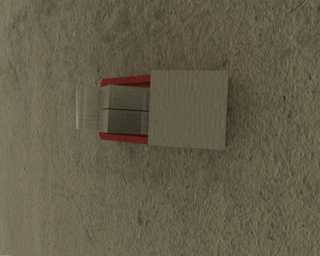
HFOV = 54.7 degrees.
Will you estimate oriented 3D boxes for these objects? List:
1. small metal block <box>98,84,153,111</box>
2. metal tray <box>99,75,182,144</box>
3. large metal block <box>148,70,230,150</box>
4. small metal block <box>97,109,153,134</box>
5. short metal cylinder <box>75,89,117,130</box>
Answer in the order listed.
[{"bbox_3d":[-0.040,-0.033,0.355,0.050,0.050,0.025,-176,88,-66],"label":"small metal block"},{"bbox_3d":[-0.029,-0.025,0.427,0.130,0.030,0.089,3,92,40],"label":"metal tray"},{"bbox_3d":[0.034,-0.020,0.343,0.080,0.050,0.079,3,92,14],"label":"large metal block"},{"bbox_3d":[-0.041,-0.007,0.355,0.050,0.050,0.025,-176,88,-66],"label":"small metal block"},{"bbox_3d":[-0.071,-0.023,0.413,0.080,0.081,0.050,2,91,40],"label":"short metal cylinder"}]
